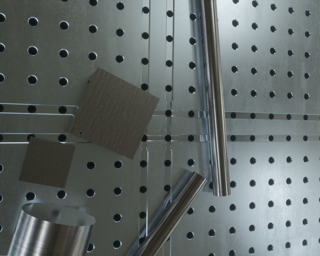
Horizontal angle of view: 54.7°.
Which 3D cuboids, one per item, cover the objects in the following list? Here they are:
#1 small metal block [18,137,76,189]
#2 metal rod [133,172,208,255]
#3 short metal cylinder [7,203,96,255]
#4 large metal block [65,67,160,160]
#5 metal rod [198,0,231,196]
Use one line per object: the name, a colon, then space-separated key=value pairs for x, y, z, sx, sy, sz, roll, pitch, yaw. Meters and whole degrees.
small metal block: x=-0.132 y=0.040 z=0.364 sx=0.050 sy=0.025 sz=0.050 roll=15 pitch=85 yaw=-20
metal rod: x=-0.033 y=0.184 z=0.400 sx=0.025 sy=0.025 sz=0.300 roll=41 pitch=77 yaw=-16
short metal cylinder: x=-0.117 y=0.119 z=0.340 sx=0.081 sy=0.080 sz=0.050 roll=17 pitch=85 yaw=-19
large metal block: x=-0.059 y=-0.016 z=0.377 sx=0.080 sy=0.050 sz=0.080 roll=26 pitch=82 yaw=-18
metal rod: x=0.077 y=-0.054 z=0.440 sx=0.025 sy=0.025 sz=0.298 roll=-5 pitch=92 yaw=-20
